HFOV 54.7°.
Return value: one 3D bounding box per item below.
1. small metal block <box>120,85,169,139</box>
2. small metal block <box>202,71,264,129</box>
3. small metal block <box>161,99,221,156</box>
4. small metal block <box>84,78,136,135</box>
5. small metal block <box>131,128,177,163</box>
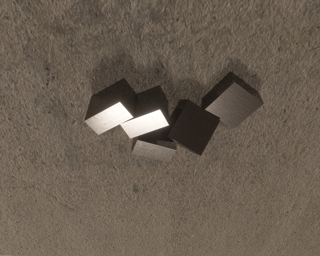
[{"bbox_3d":[-0.018,-0.020,0.374,0.050,0.050,0.025,-19,128,15],"label":"small metal block"},{"bbox_3d":[0.089,-0.033,0.380,0.050,0.025,0.050,30,123,-24],"label":"small metal block"},{"bbox_3d":[0.038,-0.001,0.382,0.050,0.025,0.050,31,84,-19],"label":"small metal block"},{"bbox_3d":[-0.058,-0.026,0.368,0.050,0.050,0.025,-26,126,20],"label":"small metal block"},{"bbox_3d":[-0.007,0.013,0.401,0.050,0.050,0.025,15,130,-13],"label":"small metal block"}]
